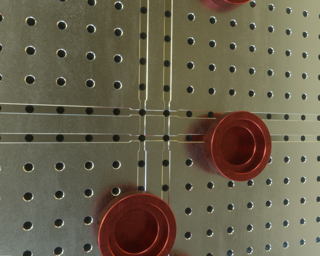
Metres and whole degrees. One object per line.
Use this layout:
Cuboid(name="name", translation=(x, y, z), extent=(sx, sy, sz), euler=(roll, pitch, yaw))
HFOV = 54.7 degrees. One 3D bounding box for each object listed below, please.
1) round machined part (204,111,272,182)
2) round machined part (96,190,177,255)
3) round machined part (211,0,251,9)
Cuboid(name="round machined part", translation=(0.107, 0.025, 0.445), extent=(0.099, 0.042, 0.097), euler=(0, 90, -21))
Cuboid(name="round machined part", translation=(-0.032, 0.128, 0.393), extent=(0.099, 0.042, 0.097), euler=(0, 90, -21))
Cuboid(name="round machined part", translation=(0.107, -0.227, 0.444), extent=(0.099, 0.042, 0.097), euler=(0, 90, -21))
